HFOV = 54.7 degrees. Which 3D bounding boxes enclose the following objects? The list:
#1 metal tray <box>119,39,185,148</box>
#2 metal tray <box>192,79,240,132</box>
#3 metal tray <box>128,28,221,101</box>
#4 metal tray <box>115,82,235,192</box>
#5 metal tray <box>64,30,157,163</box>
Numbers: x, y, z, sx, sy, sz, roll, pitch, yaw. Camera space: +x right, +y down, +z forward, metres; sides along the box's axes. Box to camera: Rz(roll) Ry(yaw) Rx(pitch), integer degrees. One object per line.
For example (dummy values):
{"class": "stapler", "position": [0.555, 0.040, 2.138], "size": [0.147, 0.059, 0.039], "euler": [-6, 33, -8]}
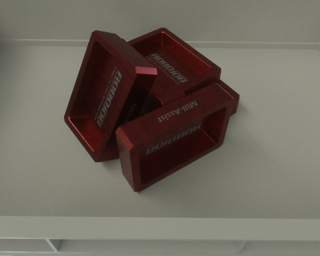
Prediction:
{"class": "metal tray", "position": [-0.023, -0.043, 0.396], "size": [0.030, 0.089, 0.130], "euler": [-30, 57, -23]}
{"class": "metal tray", "position": [0.037, -0.053, 0.447], "size": [0.091, 0.030, 0.130], "euler": [-28, 55, -20]}
{"class": "metal tray", "position": [0.009, -0.086, 0.433], "size": [0.091, 0.030, 0.130], "euler": [-30, 56, -23]}
{"class": "metal tray", "position": [0.018, 0.011, 0.351], "size": [0.131, 0.089, 0.030], "euler": [-26, 55, -21]}
{"class": "metal tray", "position": [-0.064, -0.035, 0.366], "size": [0.030, 0.129, 0.090], "euler": [-6, 42, -47]}
